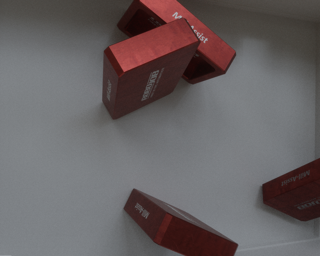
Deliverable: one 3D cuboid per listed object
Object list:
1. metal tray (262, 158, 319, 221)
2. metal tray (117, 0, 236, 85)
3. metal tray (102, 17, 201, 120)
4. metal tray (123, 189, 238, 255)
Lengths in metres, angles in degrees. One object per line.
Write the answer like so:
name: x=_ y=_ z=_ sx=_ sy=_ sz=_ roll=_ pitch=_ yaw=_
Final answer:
metal tray: x=0.224 y=0.088 z=0.439 sx=0.090 sy=0.129 sz=0.030 roll=27 pitch=49 yaw=-18
metal tray: x=0.017 y=-0.109 z=0.381 sx=0.130 sy=0.090 sz=0.030 roll=35 pitch=77 yaw=-17
metal tray: x=-0.017 y=-0.059 z=0.347 sx=0.091 sy=0.130 sz=0.030 roll=-27 pitch=80 yaw=-18
metal tray: x=0.017 y=0.113 z=0.361 sx=0.090 sy=0.130 sz=0.030 roll=29 pitch=81 yaw=-18
